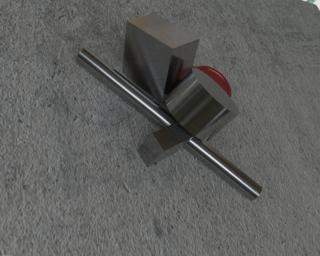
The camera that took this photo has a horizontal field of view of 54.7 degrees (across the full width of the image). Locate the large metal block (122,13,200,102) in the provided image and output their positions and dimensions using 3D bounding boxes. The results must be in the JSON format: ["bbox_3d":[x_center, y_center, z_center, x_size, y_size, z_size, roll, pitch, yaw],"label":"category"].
[{"bbox_3d":[-0.002,-0.095,0.415,0.080,0.079,0.050,38,48,26],"label":"large metal block"}]

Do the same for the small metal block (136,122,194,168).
[{"bbox_3d":[0.006,0.020,0.383,0.050,0.050,0.025,-23,74,-37],"label":"small metal block"}]

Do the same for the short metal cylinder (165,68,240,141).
[{"bbox_3d":[0.053,-0.030,0.390,0.080,0.050,0.080,36,24,-19],"label":"short metal cylinder"}]

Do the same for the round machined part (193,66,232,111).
[{"bbox_3d":[0.067,-0.054,0.465,0.099,0.042,0.098,14,56,-21],"label":"round machined part"}]

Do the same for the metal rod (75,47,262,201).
[{"bbox_3d":[0.014,-0.004,0.417,0.300,0.025,0.025,39,51,-3],"label":"metal rod"}]
